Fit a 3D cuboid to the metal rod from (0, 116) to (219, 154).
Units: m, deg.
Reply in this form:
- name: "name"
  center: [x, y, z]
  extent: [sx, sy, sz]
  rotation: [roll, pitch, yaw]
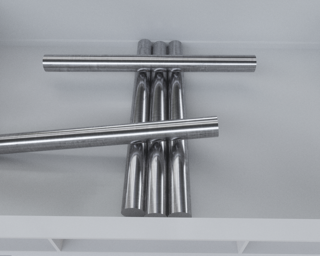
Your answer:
- name: "metal rod"
  center: [-0.083, 0.011, 0.370]
  extent: [0.302, 0.025, 0.025]
  rotation: [-5, 50, 5]

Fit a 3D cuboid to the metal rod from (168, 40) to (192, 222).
- name: "metal rod"
  center: [0.023, -0.021, 0.421]
  extent: [0.025, 0.025, 0.300]
  rotation: [1, 50, 1]

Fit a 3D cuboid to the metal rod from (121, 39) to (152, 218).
- name: "metal rod"
  center: [-0.027, -0.025, 0.425]
  extent: [0.025, 0.025, 0.300]
  rotation: [1, 50, 0]

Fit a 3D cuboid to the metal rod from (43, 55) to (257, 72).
- name: "metal rod"
  center: [-0.015, -0.094, 0.449]
  extent: [0.302, 0.025, 0.025]
  rotation: [0, 50, 0]

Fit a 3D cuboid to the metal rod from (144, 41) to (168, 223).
- name: "metal rod"
  center: [-0.002, -0.020, 0.421]
  extent: [0.025, 0.025, 0.300]
  rotation: [1, 50, 1]
